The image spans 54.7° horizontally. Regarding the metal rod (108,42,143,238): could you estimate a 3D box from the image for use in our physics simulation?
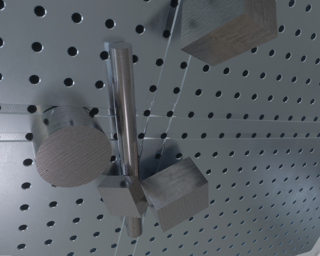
[{"bbox_3d":[-0.041,0.038,0.411,0.025,0.025,0.298,-14,125,-21],"label":"metal rod"}]

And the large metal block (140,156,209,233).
[{"bbox_3d":[0.024,0.099,0.458,0.080,0.050,0.080,-26,142,-12],"label":"large metal block"}]

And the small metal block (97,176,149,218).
[{"bbox_3d":[-0.049,0.092,0.417,0.025,0.050,0.050,-53,131,-52],"label":"small metal block"}]

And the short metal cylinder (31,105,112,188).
[{"bbox_3d":[-0.101,0.020,0.352,0.081,0.050,0.079,-14,124,-21],"label":"short metal cylinder"}]

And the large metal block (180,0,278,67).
[{"bbox_3d":[0.068,-0.121,0.317,0.050,0.080,0.080,17,68,-35],"label":"large metal block"}]
